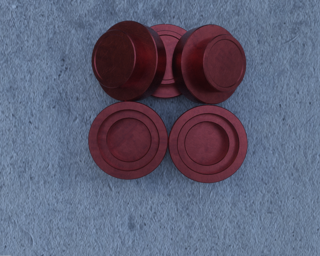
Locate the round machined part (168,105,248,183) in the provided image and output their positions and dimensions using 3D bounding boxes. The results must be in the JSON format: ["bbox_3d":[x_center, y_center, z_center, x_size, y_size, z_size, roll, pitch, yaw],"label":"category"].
[{"bbox_3d":[0.059,0.020,0.403,0.099,0.042,0.097,0,90,-1],"label":"round machined part"}]

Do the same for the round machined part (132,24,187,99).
[{"bbox_3d":[0.007,-0.087,0.402,0.099,0.042,0.097,0,90,-1],"label":"round machined part"}]

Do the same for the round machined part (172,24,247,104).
[{"bbox_3d":[0.067,-0.078,0.382,0.099,0.042,0.097,-4,97,-31],"label":"round machined part"}]

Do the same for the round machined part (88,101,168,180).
[{"bbox_3d":[-0.039,0.015,0.402,0.099,0.042,0.097,0,90,-1],"label":"round machined part"}]

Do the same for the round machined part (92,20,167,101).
[{"bbox_3d":[-0.044,-0.082,0.378,0.098,0.042,0.097,2,95,33],"label":"round machined part"}]
